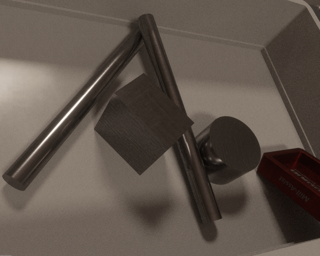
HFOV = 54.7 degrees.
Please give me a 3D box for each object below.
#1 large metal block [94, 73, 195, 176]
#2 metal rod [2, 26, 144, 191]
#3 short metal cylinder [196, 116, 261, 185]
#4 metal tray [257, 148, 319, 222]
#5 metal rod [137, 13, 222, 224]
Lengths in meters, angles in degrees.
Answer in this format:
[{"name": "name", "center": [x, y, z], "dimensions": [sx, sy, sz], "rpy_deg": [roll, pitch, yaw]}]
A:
[{"name": "large metal block", "center": [-0.021, -0.002, 0.362], "dimensions": [0.080, 0.080, 0.050], "rpy_deg": [45, 51, 3]}, {"name": "metal rod", "center": [-0.083, -0.049, 0.391], "dimensions": [0.025, 0.025, 0.301], "rpy_deg": [34, 51, -6]}, {"name": "short metal cylinder", "center": [0.088, 0.031, 0.420], "dimensions": [0.081, 0.050, 0.080], "rpy_deg": [14, 56, -21]}, {"name": "metal tray", "center": [0.214, 0.077, 0.429], "dimensions": [0.091, 0.030, 0.130], "rpy_deg": [-4, 31, -31]}, {"name": "metal rod", "center": [0.021, -0.024, 0.416], "dimensions": [0.025, 0.025, 0.299], "rpy_deg": [-7, 70, -32]}]
